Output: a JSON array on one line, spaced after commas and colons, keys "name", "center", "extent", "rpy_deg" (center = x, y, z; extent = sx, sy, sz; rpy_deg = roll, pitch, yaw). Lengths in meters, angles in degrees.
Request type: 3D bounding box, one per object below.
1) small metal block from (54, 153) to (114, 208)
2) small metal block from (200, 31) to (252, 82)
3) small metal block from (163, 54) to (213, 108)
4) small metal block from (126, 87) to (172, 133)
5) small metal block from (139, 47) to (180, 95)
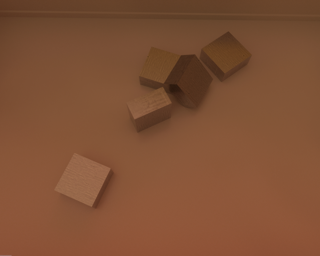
[{"name": "small metal block", "center": [-0.093, 0.066, 0.385], "extent": [0.050, 0.025, 0.050], "rpy_deg": [22, 71, 7]}, {"name": "small metal block", "center": [0.094, -0.103, 0.448], "extent": [0.050, 0.025, 0.050], "rpy_deg": [-35, 74, -12]}, {"name": "small metal block", "center": [0.039, -0.063, 0.417], "extent": [0.025, 0.050, 0.050], "rpy_deg": [10, 64, 47]}, {"name": "small metal block", "center": [-0.013, -0.023, 0.404], "extent": [0.050, 0.050, 0.025], "rpy_deg": [-24, 72, -9]}, {"name": "small metal block", "center": [0.003, -0.081, 0.439], "extent": [0.050, 0.025, 0.050], "rpy_deg": [18, 71, 6]}]
